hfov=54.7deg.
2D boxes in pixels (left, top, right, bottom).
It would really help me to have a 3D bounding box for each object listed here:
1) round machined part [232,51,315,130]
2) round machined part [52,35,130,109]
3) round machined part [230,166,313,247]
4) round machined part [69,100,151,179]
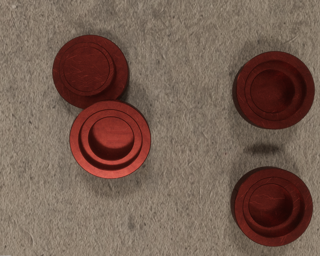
[{"bbox_3d":[0.143,-0.047,0.403,0.099,0.042,0.097,0,90,-1],"label":"round machined part"},{"bbox_3d":[-0.090,-0.073,0.400,0.099,0.042,0.097,0,90,-1],"label":"round machined part"},{"bbox_3d":[0.140,0.098,0.403,0.099,0.042,0.097,0,90,-1],"label":"round machined part"},{"bbox_3d":[-0.061,0.012,0.396,0.099,0.042,0.097,-1,99,-4],"label":"round machined part"}]
